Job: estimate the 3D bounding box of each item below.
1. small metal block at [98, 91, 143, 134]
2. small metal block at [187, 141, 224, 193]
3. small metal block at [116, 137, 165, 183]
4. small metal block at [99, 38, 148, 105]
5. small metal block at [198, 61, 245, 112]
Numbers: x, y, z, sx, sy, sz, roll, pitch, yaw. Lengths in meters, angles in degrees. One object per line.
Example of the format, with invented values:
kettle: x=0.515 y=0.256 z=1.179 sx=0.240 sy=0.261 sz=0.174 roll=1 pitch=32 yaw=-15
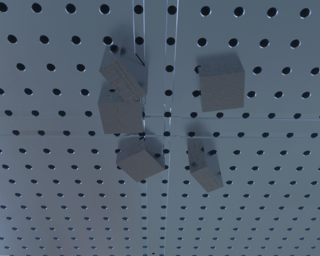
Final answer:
small metal block: x=-0.048 y=-0.020 z=0.394 sx=0.050 sy=0.025 sz=0.050 roll=-2 pitch=130 yaw=1
small metal block: x=0.065 y=0.056 z=0.444 sx=0.025 sy=0.050 sz=0.050 roll=-27 pitch=125 yaw=21
small metal block: x=-0.028 y=0.048 z=0.452 sx=0.050 sy=0.025 sz=0.050 roll=-27 pitch=125 yaw=21
small metal block: x=-0.038 y=-0.063 z=0.341 sx=0.025 sy=0.050 sz=0.050 roll=-26 pitch=126 yaw=20
small metal block: x=0.073 y=-0.049 z=0.371 sx=0.050 sy=0.025 sz=0.050 roll=-7 pitch=130 yaw=5
